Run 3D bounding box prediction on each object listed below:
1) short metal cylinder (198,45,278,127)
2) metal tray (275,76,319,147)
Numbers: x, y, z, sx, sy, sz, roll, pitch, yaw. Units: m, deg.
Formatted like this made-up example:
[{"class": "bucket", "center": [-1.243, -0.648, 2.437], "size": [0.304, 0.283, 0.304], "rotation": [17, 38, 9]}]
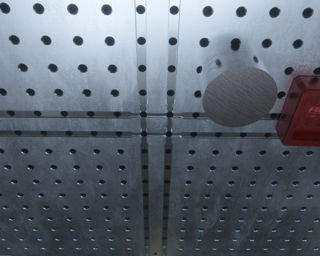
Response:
[{"class": "short metal cylinder", "center": [0.087, -0.047, 0.356], "size": [0.081, 0.050, 0.079], "rotation": [0, 130, 0]}, {"class": "metal tray", "center": [0.227, -0.018, 0.394], "size": [0.131, 0.030, 0.089], "rotation": [2, 130, -2]}]
